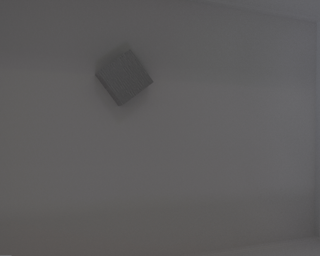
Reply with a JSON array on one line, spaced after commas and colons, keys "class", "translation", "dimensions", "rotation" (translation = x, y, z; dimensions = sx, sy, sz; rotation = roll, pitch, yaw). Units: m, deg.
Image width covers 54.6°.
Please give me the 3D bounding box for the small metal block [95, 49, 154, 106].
[{"class": "small metal block", "translation": [-0.045, -0.063, 0.394], "dimensions": [0.050, 0.025, 0.050], "rotation": [-39, 103, -16]}]
